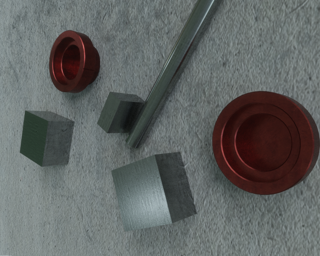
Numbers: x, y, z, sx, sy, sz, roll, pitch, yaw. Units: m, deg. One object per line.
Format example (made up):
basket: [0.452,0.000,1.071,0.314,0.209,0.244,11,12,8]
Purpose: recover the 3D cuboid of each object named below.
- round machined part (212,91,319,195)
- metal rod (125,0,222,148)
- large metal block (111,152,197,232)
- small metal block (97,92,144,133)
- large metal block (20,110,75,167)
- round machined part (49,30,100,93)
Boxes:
round machined part: [0.105,0.014,0.307,0.098,0.042,0.097,0,90,40]
metal rod: [0.030,-0.100,0.379,0.025,0.025,0.298,43,116,31]
large metal block: [-0.009,0.081,0.396,0.080,0.050,0.080,-24,75,37]
small metal block: [-0.053,-0.021,0.432,0.025,0.050,0.050,39,114,33]
large metal block: [-0.204,0.017,0.557,0.080,0.050,0.079,19,102,38]
round machined part: [-0.135,-0.105,0.506,0.098,0.042,0.097,0,90,40]
